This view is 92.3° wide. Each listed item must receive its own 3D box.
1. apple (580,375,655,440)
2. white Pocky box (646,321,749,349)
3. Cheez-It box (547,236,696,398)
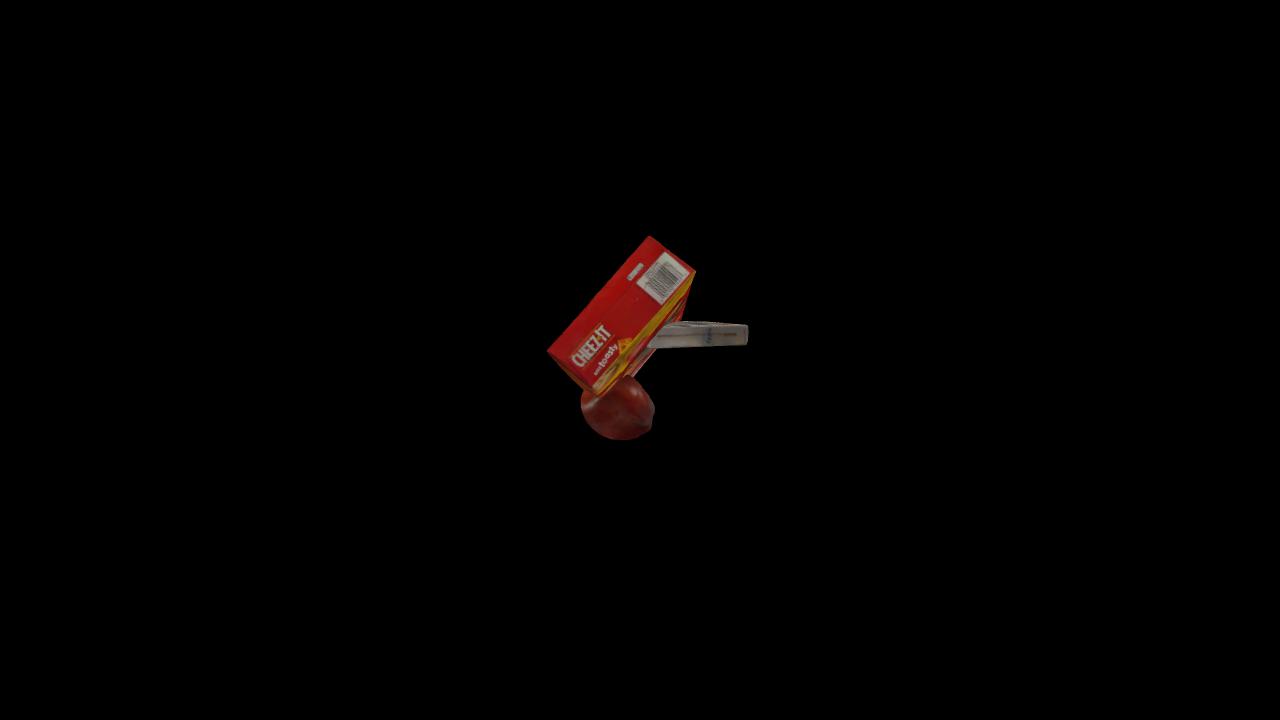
[{"bbox_3d":[-0.028,0.055,0.738,0.093,0.079,0.079,38,-20,-28],"label":"apple"},{"bbox_3d":[0.051,-0.032,0.761,0.154,0.028,0.084,-3,8,-34],"label":"white Pocky box"},{"bbox_3d":[-0.017,-0.033,0.730,0.071,0.166,0.223,40,-7,7],"label":"Cheez-It box"}]
